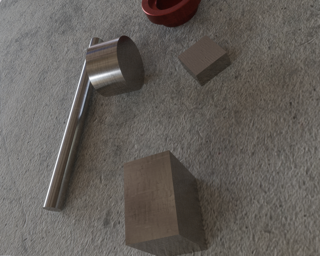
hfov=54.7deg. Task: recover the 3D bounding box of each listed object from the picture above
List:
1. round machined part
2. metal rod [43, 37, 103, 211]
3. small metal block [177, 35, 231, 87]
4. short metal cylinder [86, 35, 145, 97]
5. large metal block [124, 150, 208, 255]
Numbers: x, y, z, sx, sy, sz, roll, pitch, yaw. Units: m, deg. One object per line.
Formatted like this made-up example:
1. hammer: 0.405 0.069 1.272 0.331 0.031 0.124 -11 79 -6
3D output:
1. round machined part: 0.023 -0.204 0.505 0.098 0.042 0.098 -13 56 20
2. metal rod: -0.127 -0.023 0.482 0.025 0.025 0.299 -7 58 24
3. small metal block: 0.061 -0.094 0.428 0.050 0.025 0.050 -37 51 3
4. short metal cylinder: -0.064 -0.089 0.455 0.050 0.080 0.080 -10 58 23
5. large metal block: 0.006 0.080 0.315 0.050 0.080 0.080 -18 55 18
